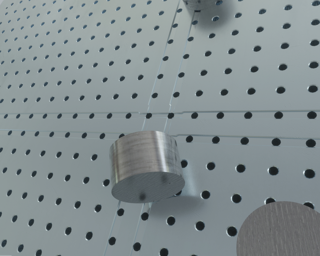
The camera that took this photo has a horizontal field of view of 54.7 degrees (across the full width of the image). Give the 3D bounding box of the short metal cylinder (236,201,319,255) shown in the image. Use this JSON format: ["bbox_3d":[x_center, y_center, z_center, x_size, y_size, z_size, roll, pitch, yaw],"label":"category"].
[{"bbox_3d":[0.112,0.109,0.266,0.080,0.050,0.080,-13,56,20],"label":"short metal cylinder"}]

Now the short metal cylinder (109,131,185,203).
[{"bbox_3d":[-0.016,0.046,0.352,0.080,0.080,0.050,-21,54,15],"label":"short metal cylinder"}]

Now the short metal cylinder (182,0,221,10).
[{"bbox_3d":[0.067,-0.240,0.503,0.080,0.050,0.080,-13,56,20],"label":"short metal cylinder"}]
